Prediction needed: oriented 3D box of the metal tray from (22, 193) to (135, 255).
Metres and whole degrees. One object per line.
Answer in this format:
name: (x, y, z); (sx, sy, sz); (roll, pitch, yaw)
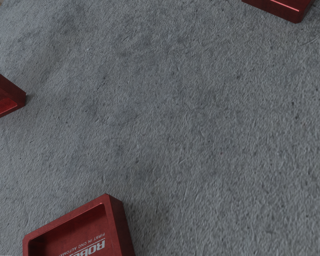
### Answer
metal tray: (-0.098, 0.146, 0.362); (0.130, 0.030, 0.090); (-29, 52, 9)

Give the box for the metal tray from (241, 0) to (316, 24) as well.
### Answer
metal tray: (0.179, -0.214, 0.411); (0.090, 0.030, 0.130); (33, 87, 20)

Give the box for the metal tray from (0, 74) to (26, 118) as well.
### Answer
metal tray: (-0.327, -0.051, 0.565); (0.130, 0.090, 0.030); (-22, 54, 15)
